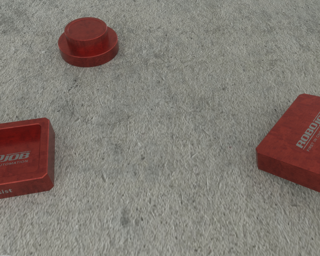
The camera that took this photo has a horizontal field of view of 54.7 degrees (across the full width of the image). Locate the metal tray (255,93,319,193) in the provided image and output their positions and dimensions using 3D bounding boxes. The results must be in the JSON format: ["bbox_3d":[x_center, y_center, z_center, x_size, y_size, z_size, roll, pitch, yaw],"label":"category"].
[{"bbox_3d":[0.188,0.012,0.375,0.090,0.030,0.131,21,50,39],"label":"metal tray"}]

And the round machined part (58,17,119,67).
[{"bbox_3d":[-0.120,-0.148,0.515,0.099,0.042,0.098,0,50,0],"label":"round machined part"}]

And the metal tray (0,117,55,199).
[{"bbox_3d":[-0.195,0.038,0.365,0.131,0.030,0.090,-8,51,-8],"label":"metal tray"}]
